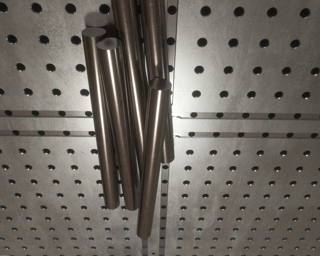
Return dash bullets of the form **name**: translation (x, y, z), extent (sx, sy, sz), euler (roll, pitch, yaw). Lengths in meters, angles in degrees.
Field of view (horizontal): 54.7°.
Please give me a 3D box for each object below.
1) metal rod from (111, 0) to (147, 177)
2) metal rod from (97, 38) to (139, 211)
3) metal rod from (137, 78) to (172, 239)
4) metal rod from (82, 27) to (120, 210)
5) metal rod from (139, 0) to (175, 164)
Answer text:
- **metal rod**: translation (-0.026, -0.019, 0.395), extent (0.025, 0.025, 0.298), euler (-3, 130, 2)
- **metal rod**: translation (-0.049, 0.022, 0.416), extent (0.025, 0.025, 0.298), euler (-1, 134, 0)
- **metal rod**: translation (-0.014, 0.065, 0.432), extent (0.025, 0.025, 0.298), euler (4, 130, -4)
- **metal rod**: translation (-0.074, 0.013, 0.421), extent (0.025, 0.025, 0.298), euler (1, 130, -2)
- **metal rod**: translation (-0.003, -0.071, 0.351), extent (0.025, 0.025, 0.298), euler (-4, 130, 2)
